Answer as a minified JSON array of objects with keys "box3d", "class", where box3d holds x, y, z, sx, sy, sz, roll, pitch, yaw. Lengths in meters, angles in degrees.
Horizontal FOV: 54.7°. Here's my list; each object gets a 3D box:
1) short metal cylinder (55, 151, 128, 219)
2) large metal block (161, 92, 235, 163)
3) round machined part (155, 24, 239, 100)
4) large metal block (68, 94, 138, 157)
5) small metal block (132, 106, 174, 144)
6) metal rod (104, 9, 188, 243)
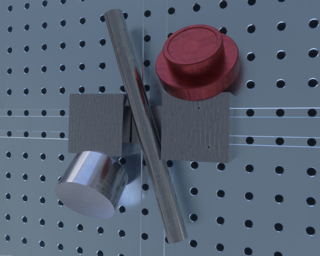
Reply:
[{"box3d":[-0.088,0.076,0.408,0.080,0.050,0.080,11,136,11],"class":"short metal cylinder"},{"box3d":[0.048,-0.001,0.383,0.080,0.050,0.079,1,90,20],"class":"large metal block"},{"box3d":[0.041,-0.083,0.363,0.098,0.042,0.098,-9,53,12],"class":"round machined part"},{"box3d":[-0.076,-0.005,0.427,0.080,0.050,0.079,2,91,20],"class":"large metal block"},{"box3d":[-0.009,-0.004,0.416,0.050,0.025,0.050,1,90,20],"class":"small metal block"},{"box3d":[-0.020,-0.007,0.392,0.025,0.025,0.299,-18,84,19],"class":"metal rod"}]
